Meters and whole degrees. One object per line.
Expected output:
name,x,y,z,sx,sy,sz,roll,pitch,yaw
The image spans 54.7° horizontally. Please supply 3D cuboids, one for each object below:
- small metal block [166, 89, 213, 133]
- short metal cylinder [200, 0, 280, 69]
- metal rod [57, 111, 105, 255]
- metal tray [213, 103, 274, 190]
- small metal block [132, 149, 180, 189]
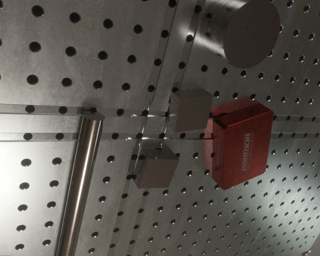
small metal block,0.040,-0.024,0.420,0.050,0.025,0.050,-7,122,-25
short metal cylinder,0.096,-0.118,0.376,0.081,0.050,0.079,-14,124,-21
metal rod,-0.117,0.117,0.420,0.025,0.025,0.298,3,117,-30
metal tray,0.133,0.032,0.503,0.091,0.030,0.129,-19,126,-18
small metal block,-0.006,0.059,0.446,0.050,0.025,0.050,5,116,-31
